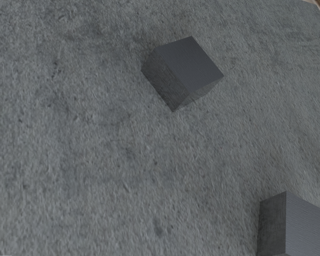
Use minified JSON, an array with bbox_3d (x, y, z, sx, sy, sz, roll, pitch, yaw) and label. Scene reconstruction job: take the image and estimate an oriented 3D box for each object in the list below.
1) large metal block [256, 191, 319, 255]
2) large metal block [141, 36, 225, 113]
[{"bbox_3d":[0.176,0.140,0.400,0.080,0.050,0.080,27,52,-12],"label":"large metal block"},{"bbox_3d":[0.033,-0.081,0.457,0.081,0.050,0.080,-30,78,-38],"label":"large metal block"}]
